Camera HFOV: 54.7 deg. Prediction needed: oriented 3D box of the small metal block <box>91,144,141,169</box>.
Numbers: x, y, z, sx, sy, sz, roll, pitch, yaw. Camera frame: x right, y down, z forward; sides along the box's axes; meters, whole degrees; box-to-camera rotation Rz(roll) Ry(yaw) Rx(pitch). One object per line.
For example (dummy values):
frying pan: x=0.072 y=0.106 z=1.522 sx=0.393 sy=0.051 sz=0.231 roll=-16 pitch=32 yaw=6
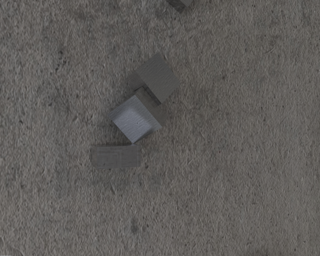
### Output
small metal block: x=-0.055 y=0.033 z=0.375 sx=0.050 sy=0.050 sz=0.025 roll=-1 pitch=91 yaw=-20

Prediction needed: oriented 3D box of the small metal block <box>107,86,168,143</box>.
small metal block: x=-0.028 y=-0.015 z=0.383 sx=0.050 sy=0.050 sz=0.025 roll=50 pitch=33 yaw=-14

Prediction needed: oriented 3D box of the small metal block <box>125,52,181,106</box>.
small metal block: x=-0.008 y=-0.060 z=0.396 sx=0.050 sy=0.025 sz=0.050 roll=51 pitch=50 yaw=-13

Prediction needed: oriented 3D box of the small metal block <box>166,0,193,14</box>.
small metal block: x=0.027 y=-0.194 z=0.419 sx=0.050 sy=0.025 sz=0.050 roll=38 pitch=78 yaw=-16
